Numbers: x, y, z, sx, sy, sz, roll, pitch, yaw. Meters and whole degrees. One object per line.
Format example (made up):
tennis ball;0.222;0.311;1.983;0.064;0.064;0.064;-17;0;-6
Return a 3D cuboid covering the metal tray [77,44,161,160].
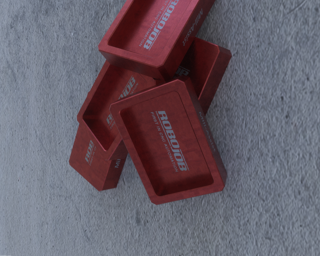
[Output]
metal tray;-0.052;-0.033;0.405;0.090;0.030;0.129;49;118;28

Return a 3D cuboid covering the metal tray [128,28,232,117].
metal tray;0.014;-0.076;0.390;0.130;0.030;0.089;34;110;34

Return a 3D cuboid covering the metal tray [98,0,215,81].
metal tray;-0.001;-0.125;0.358;0.090;0.030;0.130;22;76;27

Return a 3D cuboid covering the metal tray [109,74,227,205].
metal tray;0.011;0.016;0.348;0.090;0.030;0.129;-18;103;22

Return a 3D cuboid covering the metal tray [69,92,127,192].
metal tray;-0.088;0.018;0.472;0.090;0.030;0.129;31;109;35
